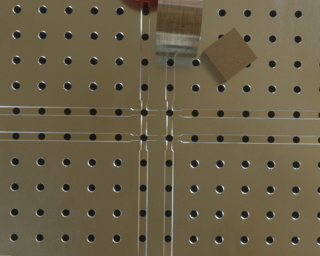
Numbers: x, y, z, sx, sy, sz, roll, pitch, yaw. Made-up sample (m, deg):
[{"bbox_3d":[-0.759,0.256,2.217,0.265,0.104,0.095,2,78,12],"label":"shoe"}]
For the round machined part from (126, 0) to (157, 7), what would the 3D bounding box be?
[{"bbox_3d":[-0.018,-0.214,0.404,0.099,0.042,0.097,0,90,0],"label":"round machined part"}]

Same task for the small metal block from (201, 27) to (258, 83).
[{"bbox_3d":[0.092,-0.096,0.414,0.050,0.025,0.050,-37,90,0],"label":"small metal block"}]

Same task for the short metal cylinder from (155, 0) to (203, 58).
[{"bbox_3d":[0.022,-0.129,0.386,0.050,0.080,0.080,4,90,0],"label":"short metal cylinder"}]
